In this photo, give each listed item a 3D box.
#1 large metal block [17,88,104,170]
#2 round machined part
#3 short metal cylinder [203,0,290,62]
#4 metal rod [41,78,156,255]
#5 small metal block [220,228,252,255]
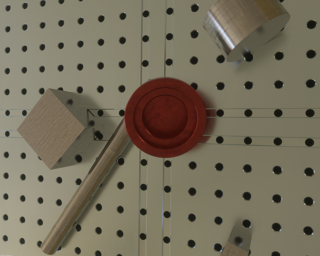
[{"bbox_3d":[-0.144,0.001,0.448,0.080,0.050,0.080,45,104,14],"label":"large metal block"},{"bbox_3d":[0.007,-0.015,0.388,0.099,0.042,0.097,0,104,0],"label":"round machined part"},{"bbox_3d":[0.096,-0.119,0.349,0.080,0.080,0.050,-34,79,16],"label":"short metal cylinder"},{"bbox_3d":[-0.087,0.062,0.441,0.025,0.025,0.299,37,101,16],"label":"metal rod"},{"bbox_3d":[0.085,0.154,0.369,0.025,0.050,0.050,25,98,18],"label":"small metal block"}]
